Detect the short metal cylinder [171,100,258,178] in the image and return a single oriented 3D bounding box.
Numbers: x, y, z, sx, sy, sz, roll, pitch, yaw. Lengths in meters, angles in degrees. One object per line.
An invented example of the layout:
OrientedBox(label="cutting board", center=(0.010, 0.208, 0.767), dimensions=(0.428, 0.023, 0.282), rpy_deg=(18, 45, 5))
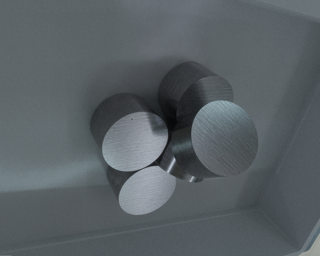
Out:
OrientedBox(label="short metal cylinder", center=(0.059, 0.015, 0.343), dimensions=(0.081, 0.050, 0.080), rpy_deg=(5, 77, -21))

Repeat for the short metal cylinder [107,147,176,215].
OrientedBox(label="short metal cylinder", center=(-0.026, 0.070, 0.421), dimensions=(0.081, 0.050, 0.079), rpy_deg=(-14, 125, -21))

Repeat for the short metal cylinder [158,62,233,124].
OrientedBox(label="short metal cylinder", center=(0.045, -0.037, 0.394), dimensions=(0.081, 0.050, 0.079), rpy_deg=(-14, 125, -21))

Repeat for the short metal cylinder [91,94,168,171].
OrientedBox(label="short metal cylinder", center=(-0.037, 0.005, 0.374), dimensions=(0.081, 0.050, 0.079), rpy_deg=(-14, 125, -21))

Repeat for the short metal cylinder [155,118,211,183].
OrientedBox(label="short metal cylinder", center=(0.034, 0.027, 0.409), dimensions=(0.081, 0.080, 0.050), rpy_deg=(14, 111, -34))
